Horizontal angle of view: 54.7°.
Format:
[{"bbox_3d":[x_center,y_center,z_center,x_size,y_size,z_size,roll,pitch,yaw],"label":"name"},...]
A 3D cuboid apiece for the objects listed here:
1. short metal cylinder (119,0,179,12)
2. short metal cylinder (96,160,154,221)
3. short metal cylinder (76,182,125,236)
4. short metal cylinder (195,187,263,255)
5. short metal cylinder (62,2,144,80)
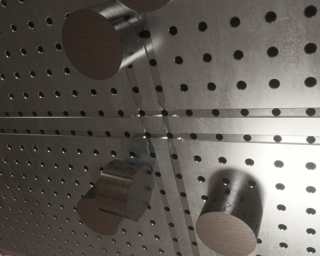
[{"bbox_3d":[-0.007,-0.158,0.300,0.080,0.050,0.079,13,124,20],"label":"short metal cylinder"},{"bbox_3d":[-0.050,0.090,0.456,0.050,0.080,0.079,9,122,23],"label":"short metal cylinder"},{"bbox_3d":[-0.093,0.135,0.525,0.080,0.050,0.079,13,124,20],"label":"short metal cylinder"},{"bbox_3d":[0.095,0.128,0.424,0.080,0.050,0.079,13,124,20],"label":"short metal cylinder"},{"bbox_3d":[-0.066,-0.103,0.365,0.080,0.050,0.079,13,124,20],"label":"short metal cylinder"}]
